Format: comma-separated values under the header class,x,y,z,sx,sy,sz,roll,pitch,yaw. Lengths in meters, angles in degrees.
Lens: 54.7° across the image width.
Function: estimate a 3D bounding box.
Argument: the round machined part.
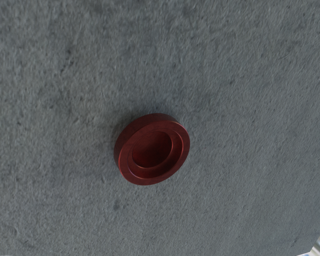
class,x,y,z,sx,sy,sz,roll,pitch,yaw
round machined part,-0.013,0.024,0.405,0.099,0.042,0.097,-14,125,-21
